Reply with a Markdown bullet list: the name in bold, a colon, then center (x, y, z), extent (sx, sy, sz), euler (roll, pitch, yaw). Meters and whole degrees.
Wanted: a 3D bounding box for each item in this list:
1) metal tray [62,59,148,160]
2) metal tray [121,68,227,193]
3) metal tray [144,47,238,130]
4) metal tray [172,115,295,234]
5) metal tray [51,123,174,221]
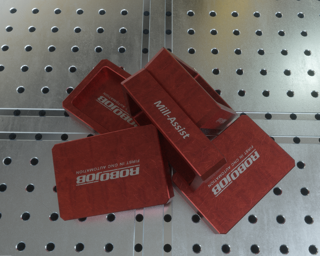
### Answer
- **metal tray**: center (-0.051, -0.024, 0.417), extent (0.130, 0.030, 0.090), euler (34, 73, 11)
- **metal tray**: center (0.011, 0.006, 0.343), extent (0.030, 0.090, 0.130), euler (-37, 75, -12)
- **metal tray**: center (0.043, -0.041, 0.372), extent (0.030, 0.130, 0.090), euler (-45, 74, 15)
- **metal tray**: center (0.090, 0.056, 0.388), extent (0.130, 0.030, 0.090), euler (-39, 75, -14)
- **metal tray**: center (-0.056, 0.052, 0.364), extent (0.131, 0.030, 0.090), euler (-12, 81, 10)
